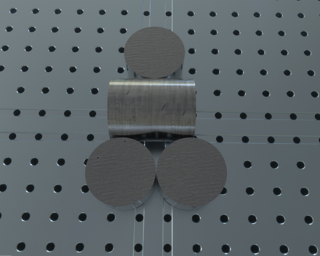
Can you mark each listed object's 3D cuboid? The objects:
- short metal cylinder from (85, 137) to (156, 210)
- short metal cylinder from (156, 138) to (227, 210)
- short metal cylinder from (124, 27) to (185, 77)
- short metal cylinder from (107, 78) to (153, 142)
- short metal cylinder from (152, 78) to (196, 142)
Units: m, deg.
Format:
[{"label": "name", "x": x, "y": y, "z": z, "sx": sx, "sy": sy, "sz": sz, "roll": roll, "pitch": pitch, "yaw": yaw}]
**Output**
[{"label": "short metal cylinder", "x": -0.045, "y": 0.057, "z": 0.376, "sx": 0.081, "sy": 0.050, "sz": 0.080, "roll": 0, "pitch": 70, "yaw": 0}, {"label": "short metal cylinder", "x": 0.036, "y": 0.057, "z": 0.376, "sx": 0.081, "sy": 0.050, "sz": 0.080, "roll": 0, "pitch": 70, "yaw": 0}, {"label": "short metal cylinder", "x": -0.007, "y": -0.093, "z": 0.432, "sx": 0.081, "sy": 0.050, "sz": 0.080, "roll": 0, "pitch": 70, "yaw": 0}, {"label": "short metal cylinder", "x": -0.035, "y": -0.023, "z": 0.391, "sx": 0.050, "sy": 0.080, "sz": 0.080, "roll": 0, "pitch": 70, "yaw": 0}, {"label": "short metal cylinder", "x": 0.016, "y": -0.022, "z": 0.392, "sx": 0.050, "sy": 0.080, "sz": 0.080, "roll": 0, "pitch": 70, "yaw": 0}]
